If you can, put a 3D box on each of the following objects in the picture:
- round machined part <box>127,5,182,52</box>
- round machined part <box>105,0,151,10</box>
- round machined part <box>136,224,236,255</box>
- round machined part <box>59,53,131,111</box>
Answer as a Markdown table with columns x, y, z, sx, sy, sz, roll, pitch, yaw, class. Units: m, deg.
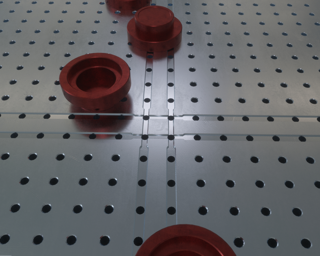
| x | y | z | sx | sy | sz | roll | pitch | yaw | class |
| --- | --- | --- | --- | --- | --- | --- | --- | --- | --- |
| -0.009 | -0.181 | 0.549 | 0.099 | 0.042 | 0.098 | 0 | 50 | 0 | round machined part |
| -0.066 | -0.287 | 0.638 | 0.099 | 0.042 | 0.098 | 0 | 50 | 0 | round machined part |
| 0.023 | 0.142 | 0.278 | 0.099 | 0.042 | 0.098 | 0 | 50 | 0 | round machined part |
| -0.091 | -0.062 | 0.449 | 0.099 | 0.042 | 0.098 | 0 | 50 | 0 | round machined part |
